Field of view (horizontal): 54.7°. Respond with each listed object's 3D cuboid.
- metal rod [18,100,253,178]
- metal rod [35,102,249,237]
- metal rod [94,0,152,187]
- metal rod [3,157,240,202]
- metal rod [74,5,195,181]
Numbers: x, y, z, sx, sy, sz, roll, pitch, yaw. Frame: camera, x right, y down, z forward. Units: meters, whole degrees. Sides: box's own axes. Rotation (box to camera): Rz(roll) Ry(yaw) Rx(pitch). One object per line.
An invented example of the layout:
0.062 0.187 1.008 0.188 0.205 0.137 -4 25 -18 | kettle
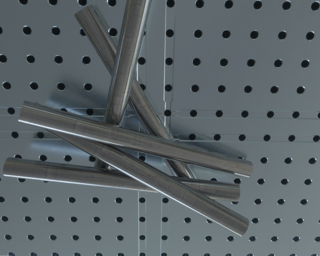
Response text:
-0.013 0.020 0.387 0.302 0.025 0.025 16 110 -20 | metal rod
-0.026 0.053 0.384 0.301 0.025 0.025 29 107 -3 | metal rod
-0.047 -0.047 0.368 0.025 0.025 0.298 14 120 -6 | metal rod
-0.044 0.069 0.407 0.302 0.025 0.025 7 110 -6 | metal rod
-0.016 -0.015 0.407 0.025 0.025 0.299 -28 108 9 | metal rod
